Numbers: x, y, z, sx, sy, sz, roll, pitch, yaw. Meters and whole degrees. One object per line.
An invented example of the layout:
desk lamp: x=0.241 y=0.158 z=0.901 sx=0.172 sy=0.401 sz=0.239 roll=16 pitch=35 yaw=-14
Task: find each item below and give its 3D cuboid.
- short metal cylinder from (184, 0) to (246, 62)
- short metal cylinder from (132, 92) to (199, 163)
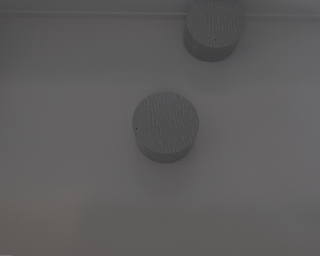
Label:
short metal cylinder: x=0.076 y=-0.141 z=0.441 sx=0.080 sy=0.050 sz=0.080 roll=0 pitch=80 yaw=0
short metal cylinder: x=0.007 y=0.001 z=0.396 sx=0.081 sy=0.050 sz=0.080 roll=0 pitch=70 yaw=0
